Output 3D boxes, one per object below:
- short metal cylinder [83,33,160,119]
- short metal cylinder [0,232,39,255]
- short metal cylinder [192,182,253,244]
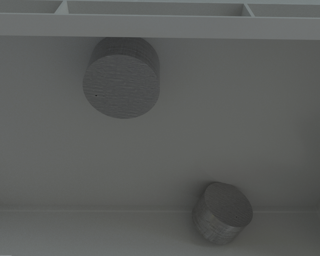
[{"bbox_3d":[-0.040,-0.057,0.344,0.081,0.050,0.079,0,130,0],"label":"short metal cylinder"},{"bbox_3d":[-0.284,0.246,0.602,0.081,0.050,0.079,0,130,0],"label":"short metal cylinder"},{"bbox_3d":[0.097,0.133,0.487,0.081,0.080,0.050,15,129,-12],"label":"short metal cylinder"}]
